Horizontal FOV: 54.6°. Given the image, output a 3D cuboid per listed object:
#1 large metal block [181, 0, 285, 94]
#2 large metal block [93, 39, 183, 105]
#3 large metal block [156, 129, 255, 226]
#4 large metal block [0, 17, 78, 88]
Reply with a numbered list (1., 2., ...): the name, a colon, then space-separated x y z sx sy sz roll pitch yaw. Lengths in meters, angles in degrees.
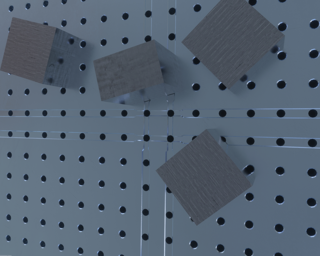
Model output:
1. large metal block: 0.087 -0.099 0.369 0.080 0.050 0.080 -45 76 14
2. large metal block: -0.024 -0.065 0.392 0.080 0.080 0.050 -14 86 19
3. large metal block: 0.056 0.057 0.380 0.080 0.050 0.080 -41 77 15
4. large metal block: -0.180 -0.111 0.464 0.080 0.050 0.080 18 96 19
